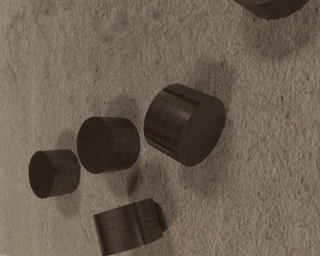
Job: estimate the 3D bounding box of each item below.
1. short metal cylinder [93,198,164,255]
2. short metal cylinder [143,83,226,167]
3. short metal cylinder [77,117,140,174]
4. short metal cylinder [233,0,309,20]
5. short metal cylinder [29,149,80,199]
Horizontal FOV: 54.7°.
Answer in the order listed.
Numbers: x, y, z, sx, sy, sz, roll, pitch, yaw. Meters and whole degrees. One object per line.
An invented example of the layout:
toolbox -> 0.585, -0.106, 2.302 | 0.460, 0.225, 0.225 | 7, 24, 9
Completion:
short metal cylinder -> -0.041, 0.127, 0.401 | 0.080, 0.081, 0.050 | -27, 73, 36
short metal cylinder -> 0.028, -0.004, 0.344 | 0.050, 0.081, 0.079 | 28, 107, 36
short metal cylinder -> -0.075, 0.024, 0.448 | 0.080, 0.050, 0.079 | 0, 90, 39
short metal cylinder -> 0.107, -0.152, 0.299 | 0.080, 0.050, 0.079 | 0, 90, 39
short metal cylinder -> -0.183, 0.078, 0.537 | 0.080, 0.050, 0.079 | 0, 90, 39
